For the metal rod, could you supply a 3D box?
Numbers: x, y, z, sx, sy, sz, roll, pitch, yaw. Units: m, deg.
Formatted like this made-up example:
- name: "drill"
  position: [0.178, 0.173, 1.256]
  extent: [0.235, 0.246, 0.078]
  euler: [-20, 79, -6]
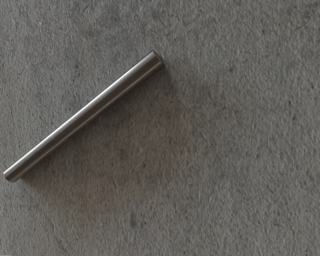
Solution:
- name: "metal rod"
  position: [-0.119, -0.009, 0.449]
  extent: [0.300, 0.025, 0.025]
  euler: [-36, 79, 16]
